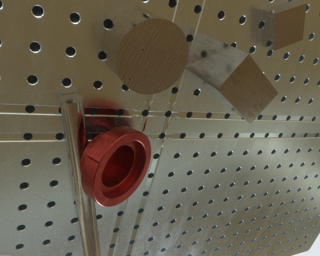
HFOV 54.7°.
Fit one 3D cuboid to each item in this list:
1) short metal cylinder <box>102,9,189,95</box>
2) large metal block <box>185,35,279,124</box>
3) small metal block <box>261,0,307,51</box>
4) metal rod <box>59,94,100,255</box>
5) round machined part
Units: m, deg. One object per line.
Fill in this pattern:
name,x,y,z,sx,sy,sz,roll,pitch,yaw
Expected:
short metal cylinder,-0.017,-0.083,0.336,0.081,0.050,0.079,-14,125,-21
large metal block,0.087,-0.061,0.387,0.050,0.080,0.080,-49,129,6
small metal block,0.167,-0.139,0.419,0.050,0.025,0.050,-23,127,-15
metal rod,-0.101,0.095,0.415,0.025,0.025,0.298,-12,124,-22
round machined part,-0.058,0.043,0.380,0.099,0.042,0.097,-35,137,-41
